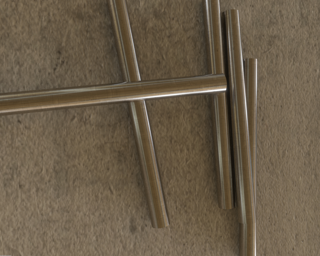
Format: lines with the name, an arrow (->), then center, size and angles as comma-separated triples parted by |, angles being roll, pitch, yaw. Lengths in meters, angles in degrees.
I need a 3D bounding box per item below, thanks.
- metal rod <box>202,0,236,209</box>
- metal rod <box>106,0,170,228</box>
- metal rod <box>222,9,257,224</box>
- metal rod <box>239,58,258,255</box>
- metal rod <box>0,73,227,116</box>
metal rod -> 0.084, -0.035, 0.441 | 0.025, 0.025, 0.298 | -6, 92, -20
metal rod -> -0.027, -0.018, 0.399 | 0.025, 0.025, 0.298 | -13, 94, -20
metal rod -> 0.112, -0.018, 0.440 | 0.025, 0.025, 0.298 | -3, 87, -20
metal rod -> 0.131, 0.048, 0.459 | 0.025, 0.025, 0.298 | 0, 90, -20
metal rod -> -0.067, -0.039, 0.363 | 0.302, 0.025, 0.025 | -7, 93, -12
